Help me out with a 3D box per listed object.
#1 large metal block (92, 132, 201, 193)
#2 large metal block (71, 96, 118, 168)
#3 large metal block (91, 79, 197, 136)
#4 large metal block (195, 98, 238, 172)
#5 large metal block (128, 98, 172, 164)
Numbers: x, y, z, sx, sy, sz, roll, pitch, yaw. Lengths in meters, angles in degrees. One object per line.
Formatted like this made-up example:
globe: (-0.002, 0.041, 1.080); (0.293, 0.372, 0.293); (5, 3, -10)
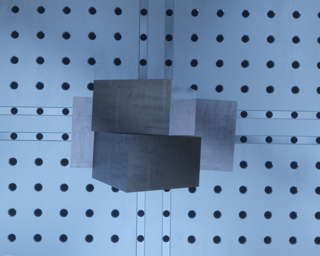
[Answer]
large metal block: (-0.016, 0.031, 0.319); (0.081, 0.080, 0.050); (3, 90, -34)
large metal block: (-0.073, 0.005, 0.385); (0.050, 0.080, 0.079); (2, 90, 0)
large metal block: (-0.013, -0.019, 0.322); (0.080, 0.080, 0.050); (3, 90, 22)
large metal block: (0.059, 0.008, 0.386); (0.050, 0.080, 0.079); (4, 90, 0)
large metal block: (-0.006, 0.005, 0.399); (0.081, 0.050, 0.079); (3, 90, -1)
